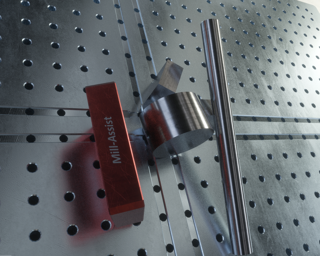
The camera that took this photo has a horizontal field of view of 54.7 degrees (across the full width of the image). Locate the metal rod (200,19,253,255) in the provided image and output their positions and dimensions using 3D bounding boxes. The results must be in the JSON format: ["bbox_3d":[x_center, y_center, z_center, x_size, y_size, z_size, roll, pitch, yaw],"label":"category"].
[{"bbox_3d":[0.083,0.004,0.398,0.025,0.025,0.298,-1,79,-29],"label":"metal rod"}]

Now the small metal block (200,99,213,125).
[{"bbox_3d":[0.065,-0.016,0.439,0.050,0.050,0.025,0,62,-29],"label":"small metal block"}]

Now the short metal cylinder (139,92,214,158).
[{"bbox_3d":[0.020,-0.002,0.387,0.081,0.080,0.050,-8,66,-32],"label":"short metal cylinder"}]

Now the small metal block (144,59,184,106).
[{"bbox_3d":[0.005,-0.058,0.432,0.025,0.050,0.050,28,52,-12],"label":"small metal block"}]

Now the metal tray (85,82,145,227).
[{"bbox_3d":[-0.046,0.029,0.321,0.030,0.090,0.130,-12,66,-9],"label":"metal tray"}]
